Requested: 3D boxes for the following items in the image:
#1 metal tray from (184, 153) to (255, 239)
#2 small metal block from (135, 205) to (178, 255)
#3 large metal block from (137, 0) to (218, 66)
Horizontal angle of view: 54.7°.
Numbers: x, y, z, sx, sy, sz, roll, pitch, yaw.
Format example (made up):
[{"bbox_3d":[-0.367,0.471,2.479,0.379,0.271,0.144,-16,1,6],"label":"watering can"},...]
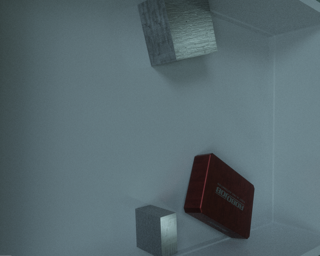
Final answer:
[{"bbox_3d":[0.096,0.107,0.475,0.130,0.030,0.090,37,55,-34],"label":"metal tray"},{"bbox_3d":[-0.005,0.128,0.388,0.025,0.050,0.050,-4,93,-40],"label":"small metal block"},{"bbox_3d":[0.025,-0.132,0.413,0.081,0.050,0.079,-21,104,-38],"label":"large metal block"}]
